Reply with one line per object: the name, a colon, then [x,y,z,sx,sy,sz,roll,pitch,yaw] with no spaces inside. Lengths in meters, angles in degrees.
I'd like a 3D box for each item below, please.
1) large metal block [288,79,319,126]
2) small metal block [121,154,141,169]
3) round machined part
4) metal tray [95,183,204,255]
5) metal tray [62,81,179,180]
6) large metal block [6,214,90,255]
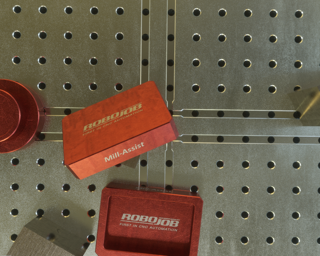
large metal block: [0.223,-0.042,0.387,0.080,0.080,0.050,-25,90,0]
small metal block: [-0.033,0.022,0.400,0.025,0.050,0.050,21,90,0]
round machined part: [-0.207,-0.016,0.403,0.099,0.042,0.097,0,90,0]
metal tray: [-0.014,0.126,0.410,0.131,0.030,0.089,6,90,0]
metal tray: [-0.052,-0.001,0.382,0.131,0.090,0.030,-23,133,0]
large metal block: [-0.151,0.173,0.400,0.080,0.050,0.080,30,90,0]
